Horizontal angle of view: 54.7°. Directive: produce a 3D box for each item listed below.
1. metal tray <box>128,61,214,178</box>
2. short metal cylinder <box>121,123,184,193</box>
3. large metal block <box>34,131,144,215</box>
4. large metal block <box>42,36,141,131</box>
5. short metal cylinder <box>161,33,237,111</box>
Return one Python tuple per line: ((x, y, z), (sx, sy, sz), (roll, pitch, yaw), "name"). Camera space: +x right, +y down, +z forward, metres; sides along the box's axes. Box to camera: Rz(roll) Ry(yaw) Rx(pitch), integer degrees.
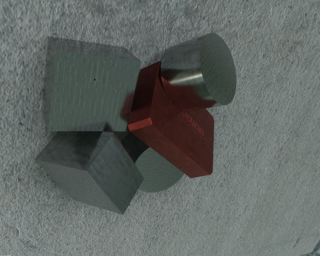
((0.021, -0.006, 0.376), (0.030, 0.090, 0.130), (-17, 139, 33), "metal tray")
((-0.008, 0.039, 0.413), (0.081, 0.050, 0.079), (-14, 124, -21), "short metal cylinder")
((-0.077, 0.047, 0.351), (0.050, 0.080, 0.080), (-59, 139, -33), "large metal block")
((-0.074, -0.043, 0.322), (0.081, 0.050, 0.079), (1, 118, -29), "large metal block")
((0.046, -0.062, 0.354), (0.080, 0.050, 0.080), (12, 74, -49), "short metal cylinder")
